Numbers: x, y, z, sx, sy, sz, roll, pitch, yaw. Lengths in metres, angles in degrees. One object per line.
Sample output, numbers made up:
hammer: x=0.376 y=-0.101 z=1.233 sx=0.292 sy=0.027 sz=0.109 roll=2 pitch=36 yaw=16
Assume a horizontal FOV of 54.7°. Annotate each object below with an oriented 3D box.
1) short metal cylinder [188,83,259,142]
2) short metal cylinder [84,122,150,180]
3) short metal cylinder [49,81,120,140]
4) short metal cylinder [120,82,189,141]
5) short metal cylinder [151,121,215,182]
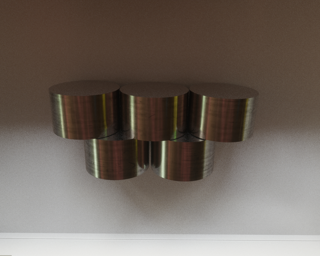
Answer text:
short metal cylinder: x=0.074 y=-0.021 z=0.373 sx=0.081 sy=0.080 sz=0.050 roll=2 pitch=110 yaw=-1
short metal cylinder: x=-0.053 y=0.023 z=0.388 sx=0.081 sy=0.080 sz=0.050 roll=1 pitch=110 yaw=-1
short metal cylinder: x=-0.088 y=-0.024 z=0.370 sx=0.081 sy=0.080 sz=0.050 roll=1 pitch=110 yaw=-1
short metal cylinder: x=-0.007 y=-0.022 z=0.372 sx=0.081 sy=0.080 sz=0.050 roll=1 pitch=110 yaw=-1
short metal cylinder: x=0.029 y=0.025 z=0.390 sx=0.081 sy=0.080 sz=0.050 roll=1 pitch=110 yaw=-1
